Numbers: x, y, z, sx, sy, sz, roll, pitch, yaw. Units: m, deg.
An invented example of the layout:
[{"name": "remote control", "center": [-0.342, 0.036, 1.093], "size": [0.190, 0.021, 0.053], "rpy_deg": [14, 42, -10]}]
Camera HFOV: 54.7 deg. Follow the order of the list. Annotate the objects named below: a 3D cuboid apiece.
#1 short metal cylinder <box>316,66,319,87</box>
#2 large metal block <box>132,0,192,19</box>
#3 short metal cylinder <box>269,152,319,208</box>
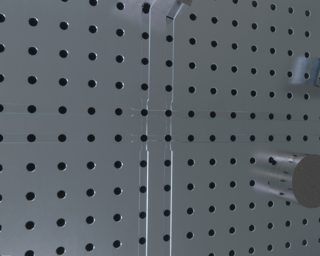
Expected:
[{"name": "short metal cylinder", "center": [0.298, -0.090, 0.493], "size": [0.081, 0.080, 0.050], "rpy_deg": [18, 84, -19]}, {"name": "large metal block", "center": [0.004, -0.201, 0.400], "size": [0.081, 0.050, 0.080], "rpy_deg": [17, 85, -19]}, {"name": "short metal cylinder", "center": [0.218, 0.078, 0.480], "size": [0.081, 0.050, 0.080], "rpy_deg": [0, 90, -20]}]
